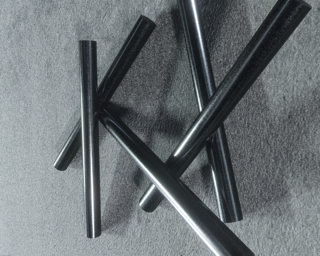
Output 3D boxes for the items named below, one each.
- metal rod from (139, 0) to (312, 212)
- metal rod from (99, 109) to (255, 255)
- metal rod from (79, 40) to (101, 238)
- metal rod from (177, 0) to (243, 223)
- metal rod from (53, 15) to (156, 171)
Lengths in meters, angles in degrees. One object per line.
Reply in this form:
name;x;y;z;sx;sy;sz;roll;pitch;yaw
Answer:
metal rod;0.046;0.001;0.331;0.025;0.025;0.298;53;132;26
metal rod;-0.008;0.046;0.362;0.300;0.025;0.025;41;116;49
metal rod;-0.105;0.022;0.468;0.025;0.025;0.298;8;102;40
metal rod;0.053;-0.044;0.361;0.025;0.025;0.298;-17;80;39
metal rod;-0.096;-0.039;0.484;0.025;0.025;0.298;52;120;27
